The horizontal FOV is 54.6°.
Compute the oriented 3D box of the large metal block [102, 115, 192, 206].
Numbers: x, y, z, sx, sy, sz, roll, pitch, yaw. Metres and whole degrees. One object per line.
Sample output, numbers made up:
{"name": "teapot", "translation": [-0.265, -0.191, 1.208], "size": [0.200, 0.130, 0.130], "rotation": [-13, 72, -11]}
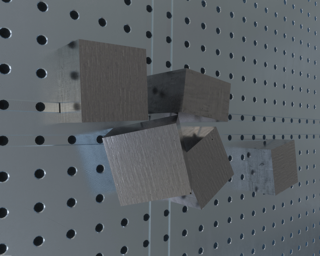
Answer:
{"name": "large metal block", "translation": [-0.011, 0.036, 0.355], "size": [0.050, 0.080, 0.080], "rotation": [-67, 145, -77]}

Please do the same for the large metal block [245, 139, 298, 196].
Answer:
{"name": "large metal block", "translation": [0.203, 0.068, 0.562], "size": [0.081, 0.050, 0.080], "rotation": [-13, 99, -39]}

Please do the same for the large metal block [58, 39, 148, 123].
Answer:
{"name": "large metal block", "translation": [-0.061, -0.047, 0.341], "size": [0.081, 0.050, 0.080], "rotation": [-3, 92, -40]}

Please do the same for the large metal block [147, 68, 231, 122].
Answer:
{"name": "large metal block", "translation": [0.032, -0.037, 0.399], "size": [0.081, 0.080, 0.050], "rotation": [9, 84, -40]}

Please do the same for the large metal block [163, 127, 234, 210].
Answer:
{"name": "large metal block", "translation": [0.049, 0.052, 0.433], "size": [0.080, 0.050, 0.080], "rotation": [-37, 113, -34]}
